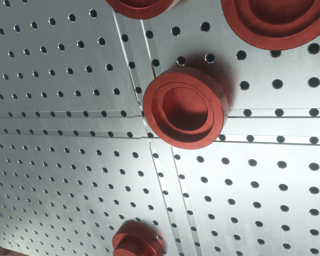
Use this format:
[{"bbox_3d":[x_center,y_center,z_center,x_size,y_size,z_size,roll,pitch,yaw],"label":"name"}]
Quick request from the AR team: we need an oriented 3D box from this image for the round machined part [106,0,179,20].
[{"bbox_3d":[-0.015,-0.162,0.308,0.098,0.042,0.097,13,124,21],"label":"round machined part"}]

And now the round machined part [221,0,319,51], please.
[{"bbox_3d":[0.106,-0.121,0.269,0.098,0.042,0.097,13,124,21],"label":"round machined part"}]

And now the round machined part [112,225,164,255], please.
[{"bbox_3d":[-0.046,0.229,0.567,0.098,0.042,0.097,13,124,21],"label":"round machined part"}]

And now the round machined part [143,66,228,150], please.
[{"bbox_3d":[0.033,-0.026,0.367,0.098,0.042,0.097,13,124,21],"label":"round machined part"}]
